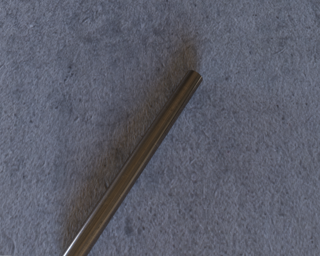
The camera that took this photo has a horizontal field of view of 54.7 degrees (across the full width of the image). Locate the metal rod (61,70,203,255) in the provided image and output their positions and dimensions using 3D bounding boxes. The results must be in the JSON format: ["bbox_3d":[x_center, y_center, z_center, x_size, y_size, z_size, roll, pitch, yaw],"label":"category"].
[{"bbox_3d":[-0.031,0.046,0.390,0.025,0.025,0.300,31,72,10],"label":"metal rod"}]
